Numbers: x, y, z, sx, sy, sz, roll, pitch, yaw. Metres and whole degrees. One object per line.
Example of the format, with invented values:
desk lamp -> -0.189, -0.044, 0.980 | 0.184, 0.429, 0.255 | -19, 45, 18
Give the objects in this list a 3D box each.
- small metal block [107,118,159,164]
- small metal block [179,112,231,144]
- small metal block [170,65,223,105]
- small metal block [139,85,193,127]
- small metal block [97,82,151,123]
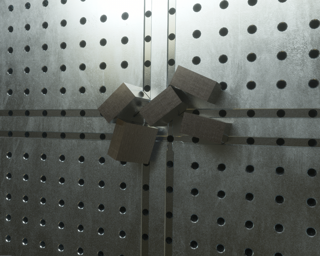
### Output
small metal block -> -0.036, 0.018, 0.409 | 0.025, 0.050, 0.050 | 24, 100, 52
small metal block -> 0.057, 0.000, 0.379 | 0.050, 0.050, 0.025 | 16, 96, 19
small metal block -> 0.046, -0.052, 0.383 | 0.050, 0.050, 0.025 | 28, 99, 18
small metal block -> 0.009, -0.026, 0.397 | 0.050, 0.050, 0.025 | -37, 78, 16
small metal block -> -0.047, -0.032, 0.416 | 0.050, 0.050, 0.025 | -43, 76, 15
